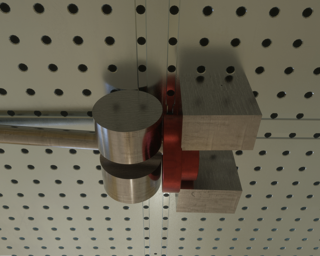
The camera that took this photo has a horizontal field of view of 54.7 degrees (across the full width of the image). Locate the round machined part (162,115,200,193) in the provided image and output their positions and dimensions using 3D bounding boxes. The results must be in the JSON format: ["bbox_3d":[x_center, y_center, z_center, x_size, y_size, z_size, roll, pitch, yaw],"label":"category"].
[{"bbox_3d":[0.024,0.032,0.391,0.042,0.098,0.097,1,130,-1],"label":"round machined part"}]

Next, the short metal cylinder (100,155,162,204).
[{"bbox_3d":[-0.038,0.055,0.421,0.081,0.080,0.050,1,131,-1],"label":"short metal cylinder"}]

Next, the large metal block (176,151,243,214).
[{"bbox_3d":[0.063,0.071,0.438,0.081,0.080,0.050,2,130,-2],"label":"large metal block"}]

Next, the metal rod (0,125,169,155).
[{"bbox_3d":[-0.121,0.014,0.407,0.302,0.025,0.025,4,130,1],"label":"metal rod"}]

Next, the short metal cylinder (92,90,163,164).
[{"bbox_3d":[-0.038,-0.003,0.373,0.081,0.080,0.050,1,131,-1],"label":"short metal cylinder"}]

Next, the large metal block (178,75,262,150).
[{"bbox_3d":[0.064,-0.020,0.360,0.081,0.080,0.050,0,130,0],"label":"large metal block"}]
